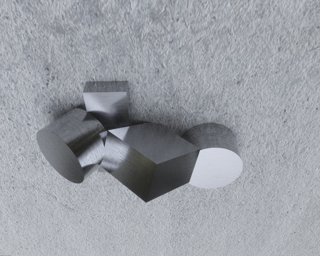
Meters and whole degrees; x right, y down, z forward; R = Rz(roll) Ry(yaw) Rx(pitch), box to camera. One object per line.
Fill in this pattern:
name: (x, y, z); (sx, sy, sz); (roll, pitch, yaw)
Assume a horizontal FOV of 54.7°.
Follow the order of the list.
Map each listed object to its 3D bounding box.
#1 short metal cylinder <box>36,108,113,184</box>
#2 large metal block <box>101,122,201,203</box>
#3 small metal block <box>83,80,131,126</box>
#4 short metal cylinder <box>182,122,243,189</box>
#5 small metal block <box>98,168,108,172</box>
short metal cylinder: (-0.105, 0.022, 0.386); (0.080, 0.050, 0.079); (25, 137, 26)
large metal block: (-0.012, 0.036, 0.379); (0.081, 0.080, 0.050); (-13, 125, -48)
small metal block: (-0.063, -0.030, 0.382); (0.050, 0.025, 0.050); (-1, 130, 0)
short metal cylinder: (0.068, 0.038, 0.426); (0.081, 0.050, 0.079); (0, 130, 0)
small metal block: (-0.062, 0.037, 0.439); (0.050, 0.025, 0.050); (2, 130, -3)
